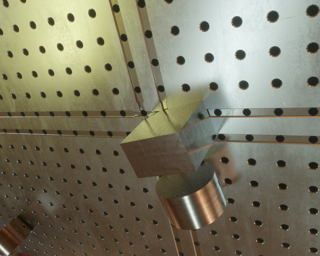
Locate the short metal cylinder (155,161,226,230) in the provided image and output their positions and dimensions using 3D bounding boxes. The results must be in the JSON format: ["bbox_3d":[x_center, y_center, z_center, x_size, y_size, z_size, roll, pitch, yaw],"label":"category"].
[{"bbox_3d":[0.041,0.086,0.408,0.080,0.080,0.050,-10,114,32],"label":"short metal cylinder"}]

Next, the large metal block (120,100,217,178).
[{"bbox_3d":[0.013,0.014,0.377,0.080,0.080,0.050,-12,112,33],"label":"large metal block"}]

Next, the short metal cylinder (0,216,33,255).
[{"bbox_3d":[-0.343,0.250,0.711,0.050,0.080,0.080,47,129,-5],"label":"short metal cylinder"}]
